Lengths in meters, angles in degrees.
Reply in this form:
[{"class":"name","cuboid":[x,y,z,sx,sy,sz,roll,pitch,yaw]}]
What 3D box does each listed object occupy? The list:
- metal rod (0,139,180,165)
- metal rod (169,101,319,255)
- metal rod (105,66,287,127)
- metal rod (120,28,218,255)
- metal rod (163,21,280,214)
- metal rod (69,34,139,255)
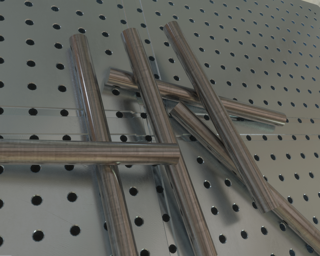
[{"class":"metal rod","cuboid":[-0.125,0.024,0.304,0.302,0.025,0.025,2,61,-19]},{"class":"metal rod","cuboid":[0.130,0.074,0.432,0.300,0.025,0.025,43,51,2]},{"class":"metal rod","cuboid":[0.068,-0.042,0.469,0.302,0.025,0.025,12,57,-22]},{"class":"metal rod","cuboid":[0.006,0.009,0.384,0.025,0.025,0.299,-10,73,-32]},{"class":"metal rod","cuboid":[0.076,-0.027,0.431,0.025,0.025,0.299,-13,68,-33]},{"class":"metal rod","cuboid":[-0.070,0.012,0.362,0.025,0.025,0.299,-3,63,-30]}]
